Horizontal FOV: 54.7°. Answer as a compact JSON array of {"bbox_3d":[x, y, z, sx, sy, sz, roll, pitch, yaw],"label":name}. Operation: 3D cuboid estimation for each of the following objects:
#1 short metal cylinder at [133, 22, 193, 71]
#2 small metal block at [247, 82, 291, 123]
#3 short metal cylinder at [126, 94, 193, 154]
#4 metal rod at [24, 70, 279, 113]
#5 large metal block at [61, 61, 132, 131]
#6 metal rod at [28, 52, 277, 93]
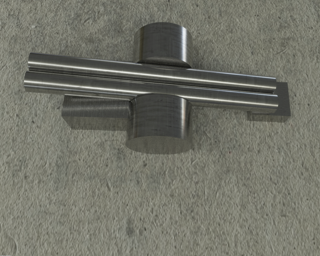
[{"bbox_3d":[0.004,-0.095,0.415,0.080,0.080,0.050,1,70,0],"label":"short metal cylinder"},{"bbox_3d":[0.147,-0.036,0.424,0.050,0.025,0.050,3,70,1],"label":"small metal block"},{"bbox_3d":[0.000,-0.002,0.381,0.080,0.080,0.050,1,70,0],"label":"short metal cylinder"},{"bbox_3d":[-0.004,-0.043,0.377,0.302,0.025,0.025,4,70,-7],"label":"metal rod"},{"bbox_3d":[-0.078,-0.042,0.411,0.080,0.050,0.080,2,70,0],"label":"large metal block"},{"bbox_3d":[-0.003,-0.066,0.386,0.302,0.025,0.025,4,70,-7],"label":"metal rod"}]
